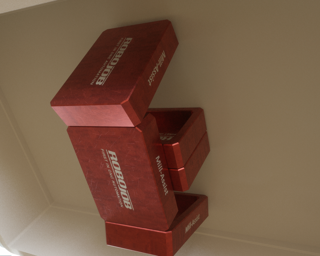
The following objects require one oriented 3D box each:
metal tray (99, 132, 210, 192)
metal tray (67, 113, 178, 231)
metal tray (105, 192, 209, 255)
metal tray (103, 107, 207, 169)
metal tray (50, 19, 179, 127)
[{"bbox_3d":[-0.012,0.035,0.394,0.130,0.090,0.030,1,119,27],"label":"metal tray"},{"bbox_3d":[-0.038,0.048,0.336,0.090,0.030,0.129,0,119,27],"label":"metal tray"},{"bbox_3d":[0.001,0.119,0.410,0.090,0.131,0.030,0,97,27],"label":"metal tray"},{"bbox_3d":[-0.019,0.008,0.380,0.130,0.090,0.030,1,119,27],"label":"metal tray"},{"bbox_3d":[-0.043,-0.060,0.324,0.090,0.130,0.030,1,139,27],"label":"metal tray"}]
